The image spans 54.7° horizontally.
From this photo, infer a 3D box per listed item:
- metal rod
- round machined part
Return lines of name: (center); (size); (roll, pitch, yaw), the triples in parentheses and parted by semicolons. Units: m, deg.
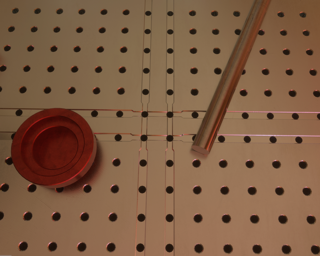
metal rod: (0.114, -0.100, 0.448); (0.025, 0.025, 0.300); (23, 71, 8)
round machined part: (-0.129, 0.027, 0.392); (0.099, 0.042, 0.098); (0, 70, 0)
